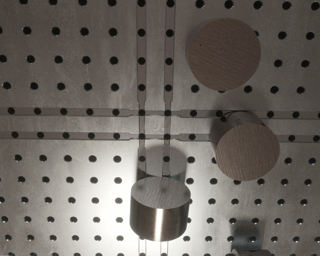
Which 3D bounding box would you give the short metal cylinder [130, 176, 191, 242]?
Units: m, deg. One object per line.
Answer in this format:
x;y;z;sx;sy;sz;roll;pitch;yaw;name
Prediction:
-0.001;0.108;0.424;0.081;0.080;0.050;4;110;-2;short metal cylinder

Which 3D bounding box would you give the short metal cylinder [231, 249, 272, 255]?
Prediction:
0.140;0.227;0.470;0.050;0.080;0.079;1;110;-1;short metal cylinder

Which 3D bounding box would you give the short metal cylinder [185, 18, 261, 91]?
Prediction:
0.072;-0.089;0.368;0.081;0.050;0.079;0;110;-1;short metal cylinder

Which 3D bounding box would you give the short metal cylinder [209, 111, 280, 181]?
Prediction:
0.109;0.023;0.410;0.081;0.050;0.079;0;110;-1;short metal cylinder
